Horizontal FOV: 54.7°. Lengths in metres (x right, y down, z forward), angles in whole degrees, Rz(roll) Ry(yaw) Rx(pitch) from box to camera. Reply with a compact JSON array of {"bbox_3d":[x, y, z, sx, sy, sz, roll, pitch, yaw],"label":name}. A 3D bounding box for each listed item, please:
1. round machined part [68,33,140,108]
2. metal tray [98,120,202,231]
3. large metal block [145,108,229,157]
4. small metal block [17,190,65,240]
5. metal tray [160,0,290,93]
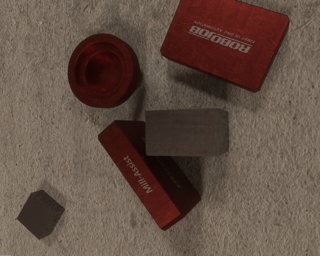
[{"bbox_3d":[-0.072,-0.075,0.424,0.098,0.042,0.097,0,90,19],"label":"round machined part"},{"bbox_3d":[-0.009,0.050,0.376,0.030,0.090,0.130,-40,78,15],"label":"metal tray"},{"bbox_3d":[0.035,0.005,0.367,0.080,0.080,0.050,-1,90,19],"label":"large metal block"},{"bbox_3d":[-0.181,0.131,0.471,0.050,0.025,0.050,35,101,16],"label":"small metal block"},{"bbox_3d":[0.076,-0.108,0.379,0.130,0.030,0.089,25,98,17],"label":"metal tray"}]
